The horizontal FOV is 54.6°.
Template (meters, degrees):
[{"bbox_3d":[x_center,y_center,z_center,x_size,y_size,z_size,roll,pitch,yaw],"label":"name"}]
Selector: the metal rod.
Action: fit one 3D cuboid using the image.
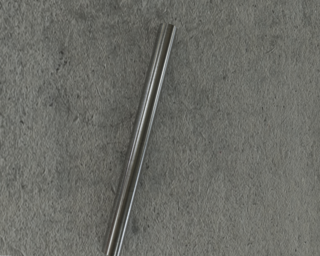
[{"bbox_3d":[-0.025,0.011,0.399,0.025,0.025,0.299,16,85,-19],"label":"metal rod"}]
